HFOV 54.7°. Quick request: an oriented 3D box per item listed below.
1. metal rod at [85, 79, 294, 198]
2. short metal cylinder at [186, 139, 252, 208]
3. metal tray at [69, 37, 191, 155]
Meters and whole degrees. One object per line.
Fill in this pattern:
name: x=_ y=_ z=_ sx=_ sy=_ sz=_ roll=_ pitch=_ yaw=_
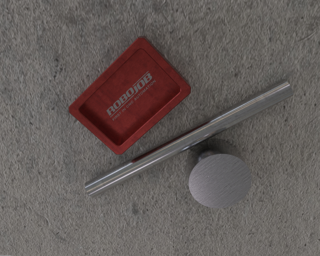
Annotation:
metal rod: x=0.032 y=0.018 z=0.416 sx=0.300 sy=0.025 sz=0.025 roll=-28 pitch=108 yaw=9
short metal cylinder: x=0.077 y=0.061 z=0.420 sx=0.081 sy=0.050 sz=0.079 roll=0 pitch=110 yaw=0
metal tray: x=-0.038 y=-0.039 z=0.392 sx=0.130 sy=0.030 sz=0.090 roll=-42 pitch=105 yaw=13
